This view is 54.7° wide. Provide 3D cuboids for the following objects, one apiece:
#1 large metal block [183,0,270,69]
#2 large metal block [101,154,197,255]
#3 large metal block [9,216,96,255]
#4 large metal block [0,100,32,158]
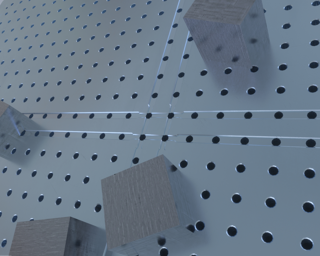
[{"bbox_3d":[0.089,-0.129,0.405,0.080,0.080,0.050,22,74,36],"label":"large metal block"},{"bbox_3d":[-0.014,0.087,0.345,0.080,0.050,0.080,-24,53,13],"label":"large metal block"},{"bbox_3d":[-0.129,0.154,0.364,0.080,0.050,0.080,-12,57,21],"label":"large metal block"},{"bbox_3d":[-0.289,-0.005,0.544,0.080,0.050,0.080,22,73,35],"label":"large metal block"}]
